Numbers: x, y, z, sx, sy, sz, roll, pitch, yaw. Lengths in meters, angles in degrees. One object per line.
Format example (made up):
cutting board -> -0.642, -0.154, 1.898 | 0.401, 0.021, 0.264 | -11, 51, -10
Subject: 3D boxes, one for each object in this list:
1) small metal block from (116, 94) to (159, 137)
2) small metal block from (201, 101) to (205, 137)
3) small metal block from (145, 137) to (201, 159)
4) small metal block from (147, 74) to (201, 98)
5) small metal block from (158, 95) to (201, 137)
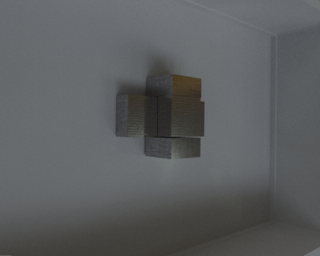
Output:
small metal block -> -0.025, -0.014, 0.382 | 0.050, 0.025, 0.050 | 1, 90, -40
small metal block -> 0.036, -0.013, 0.434 | 0.050, 0.025, 0.050 | 1, 90, -40
small metal block -> 0.017, 0.024, 0.400 | 0.050, 0.050, 0.025 | 1, 90, -40
small metal block -> 0.018, -0.052, 0.402 | 0.050, 0.050, 0.025 | 1, 90, -40
small metal block -> 0.025, -0.014, 0.391 | 0.050, 0.025, 0.050 | 1, 90, -40
